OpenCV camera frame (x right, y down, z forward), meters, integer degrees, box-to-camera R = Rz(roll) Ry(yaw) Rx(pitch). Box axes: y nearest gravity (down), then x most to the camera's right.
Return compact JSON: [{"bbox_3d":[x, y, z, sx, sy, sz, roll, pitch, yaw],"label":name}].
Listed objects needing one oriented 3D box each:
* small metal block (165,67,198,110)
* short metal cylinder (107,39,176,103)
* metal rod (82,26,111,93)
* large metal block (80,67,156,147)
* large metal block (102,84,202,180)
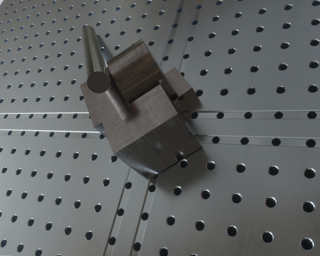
[{"bbox_3d":[0.016,-0.049,0.429,0.050,0.025,0.050,-36,51,4],"label":"small metal block"},{"bbox_3d":[-0.022,-0.064,0.389,0.050,0.080,0.080,-32,52,7],"label":"short metal cylinder"},{"bbox_3d":[-0.101,-0.116,0.463,0.025,0.025,0.300,-35,30,4],"label":"metal rod"},{"bbox_3d":[-0.054,-0.023,0.415,0.050,0.080,0.080,-33,52,7],"label":"large metal block"},{"bbox_3d":[-0.008,0.008,0.369,0.080,0.080,0.050,-33,52,7],"label":"large metal block"}]
